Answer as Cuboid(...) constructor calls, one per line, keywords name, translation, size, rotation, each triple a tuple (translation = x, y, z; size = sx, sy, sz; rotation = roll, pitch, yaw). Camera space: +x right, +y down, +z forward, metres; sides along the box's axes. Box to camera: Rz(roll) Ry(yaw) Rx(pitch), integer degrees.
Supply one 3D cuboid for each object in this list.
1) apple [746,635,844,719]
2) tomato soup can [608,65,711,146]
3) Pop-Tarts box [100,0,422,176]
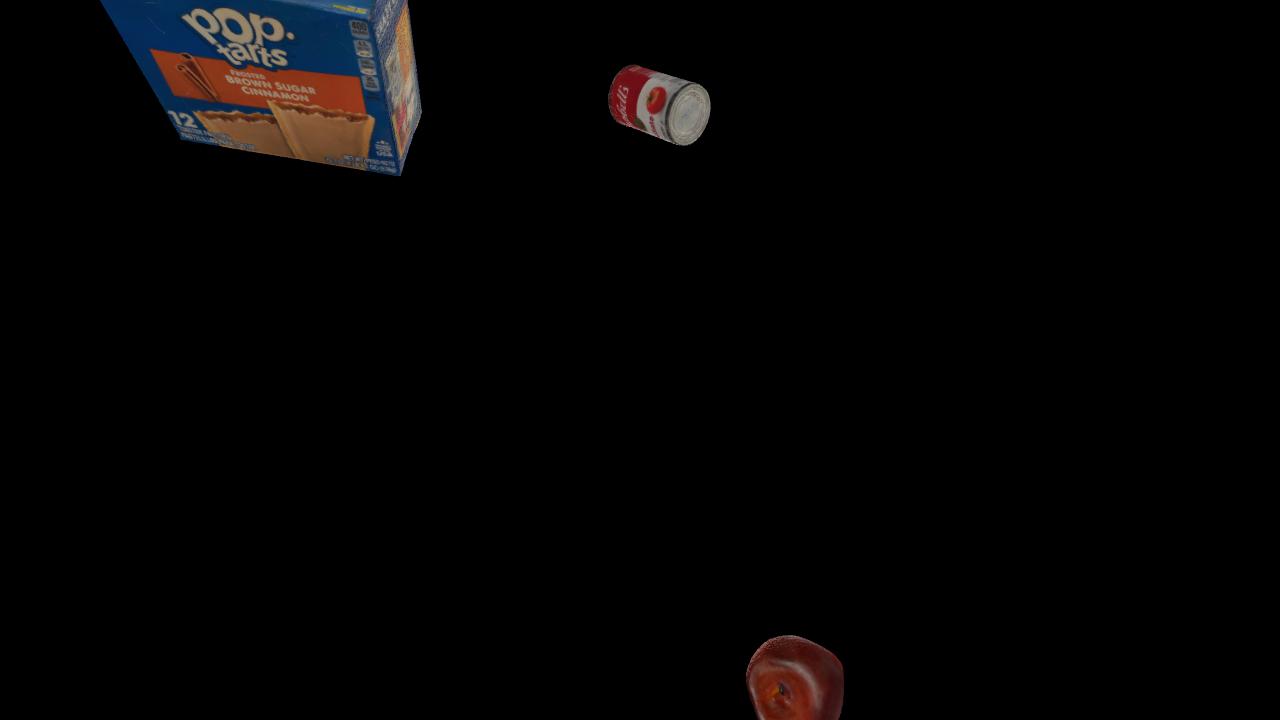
Cuboid(name="apple", translation=(0.129, 0.266, 0.506), size=(0.079, 0.079, 0.093), rotation=(0, -15, 30))
Cuboid(name="tomato soup can", translation=(0.022, -0.288, 0.695), size=(0.101, 0.068, 0.068), rotation=(35, 22, 35))
Cuboid(name="Pop-Tarts box", translation=(-0.259, -0.224, 0.446), size=(0.167, 0.083, 0.141), rotation=(7, -29, -9))
